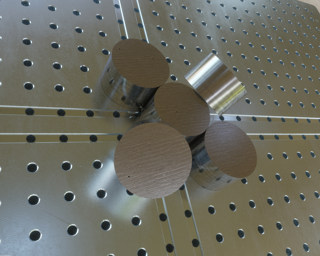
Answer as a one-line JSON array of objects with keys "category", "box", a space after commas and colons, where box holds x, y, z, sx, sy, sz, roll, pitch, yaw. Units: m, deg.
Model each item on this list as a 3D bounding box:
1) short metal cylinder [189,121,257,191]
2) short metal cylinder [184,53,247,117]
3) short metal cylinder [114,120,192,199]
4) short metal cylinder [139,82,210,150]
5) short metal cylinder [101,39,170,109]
[{"category": "short metal cylinder", "box": [0.081, 0.038, 0.414, 0.081, 0.050, 0.080, 14, 56, -21]}, {"category": "short metal cylinder", "box": [0.080, -0.063, 0.449, 0.080, 0.050, 0.080, 47, 10, -10]}, {"category": "short metal cylinder", "box": [-0.008, 0.032, 0.343, 0.081, 0.050, 0.079, 0, 95, -3]}, {"category": "short metal cylinder", "box": [0.019, -0.014, 0.412, 0.081, 0.050, 0.080, 14, 56, -21]}, {"category": "short metal cylinder", "box": [-0.034, -0.073, 0.419, 0.081, 0.050, 0.080, 14, 56, -21]}]
